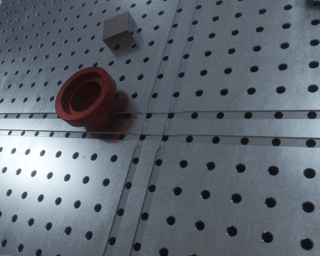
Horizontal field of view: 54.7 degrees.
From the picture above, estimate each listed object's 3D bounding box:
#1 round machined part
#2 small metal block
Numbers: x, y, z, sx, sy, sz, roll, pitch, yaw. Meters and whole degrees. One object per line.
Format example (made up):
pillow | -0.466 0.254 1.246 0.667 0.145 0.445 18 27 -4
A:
round machined part | -0.109 -0.044 0.479 0.098 0.042 0.098 -13 56 20
small metal block | -0.073 -0.174 0.551 0.050 0.025 0.050 -15 56 19
